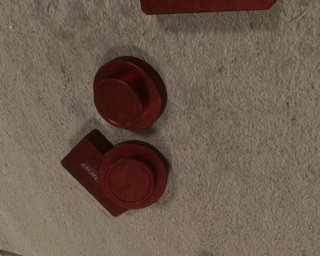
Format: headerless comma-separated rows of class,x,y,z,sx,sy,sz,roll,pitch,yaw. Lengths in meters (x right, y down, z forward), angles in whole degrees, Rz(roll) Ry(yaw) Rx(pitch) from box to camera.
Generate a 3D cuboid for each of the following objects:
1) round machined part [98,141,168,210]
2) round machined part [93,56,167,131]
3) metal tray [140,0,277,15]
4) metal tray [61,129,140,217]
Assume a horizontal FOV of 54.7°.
round machined part,-0.039,0.069,0.431,0.099,0.042,0.097,1,101,4
round machined part,-0.044,-0.038,0.394,0.098,0.042,0.097,13,124,20
metal tray,0.041,-0.156,0.285,0.130,0.030,0.089,7,122,24
metal tray,-0.086,0.075,0.493,0.130,0.030,0.090,47,129,-5
